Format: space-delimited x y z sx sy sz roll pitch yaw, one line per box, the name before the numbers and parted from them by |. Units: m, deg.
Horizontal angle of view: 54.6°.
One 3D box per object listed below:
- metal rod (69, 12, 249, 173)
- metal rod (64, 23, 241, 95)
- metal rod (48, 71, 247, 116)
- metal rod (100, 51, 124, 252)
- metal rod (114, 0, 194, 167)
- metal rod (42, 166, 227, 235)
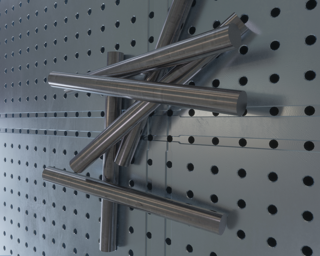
metal rod | -0.017 -0.030 0.398 0.299 0.025 0.025 -39 66 24
metal rod | -0.037 -0.078 0.402 0.299 0.025 0.025 -6 86 43
metal rod | -0.041 -0.049 0.385 0.300 0.025 0.025 12 98 36
metal rod | -0.073 0.037 0.471 0.025 0.025 0.298 5 93 40
metal rod | -0.002 -0.082 0.412 0.025 0.025 0.298 34 111 35
metal rod | -0.056 0.092 0.430 0.300 0.025 0.025 8 95 31
